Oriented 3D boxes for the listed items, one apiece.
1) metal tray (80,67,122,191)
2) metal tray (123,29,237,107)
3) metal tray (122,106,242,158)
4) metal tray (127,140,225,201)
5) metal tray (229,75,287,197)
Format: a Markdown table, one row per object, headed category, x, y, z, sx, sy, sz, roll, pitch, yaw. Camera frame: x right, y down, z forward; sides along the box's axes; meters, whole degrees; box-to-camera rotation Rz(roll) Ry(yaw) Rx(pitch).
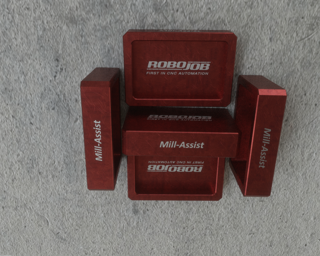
| category | x | y | z | sx | sy | sz | roll | pitch | yaw |
| --- | --- | --- | --- | --- | --- | --- | --- | --- | --- |
| metal tray | -0.067 | -0.002 | 0.375 | 0.030 | 0.090 | 0.129 | 1 | 111 | -1 |
| metal tray | 0.023 | -0.073 | 0.382 | 0.131 | 0.030 | 0.089 | 0 | 113 | -1 |
| metal tray | 0.024 | 0.002 | 0.379 | 0.131 | 0.090 | 0.030 | 1 | 111 | -1 |
| metal tray | 0.021 | 0.054 | 0.430 | 0.131 | 0.030 | 0.089 | 1 | 109 | -1 |
| metal tray | 0.114 | 0.007 | 0.380 | 0.030 | 0.090 | 0.129 | 1 | 110 | 0 |
